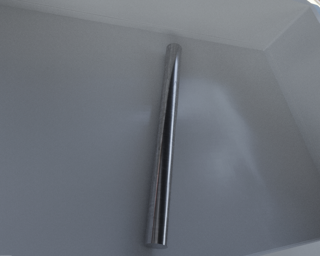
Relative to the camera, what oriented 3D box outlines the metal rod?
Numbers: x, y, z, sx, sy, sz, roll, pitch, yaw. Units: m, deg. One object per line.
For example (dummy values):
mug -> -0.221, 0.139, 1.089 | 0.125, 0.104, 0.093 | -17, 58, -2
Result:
metal rod -> 0.009, 0.000, 0.407 | 0.025, 0.025, 0.300 | 18, 55, -18
